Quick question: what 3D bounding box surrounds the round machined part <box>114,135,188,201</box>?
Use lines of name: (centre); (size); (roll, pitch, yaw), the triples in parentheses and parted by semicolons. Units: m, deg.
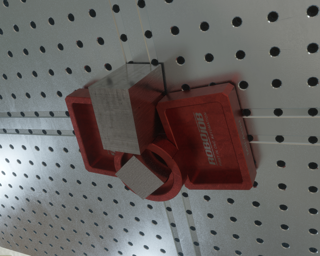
round machined part: (-0.009, 0.047, 0.417); (0.098, 0.042, 0.097); (13, 124, 21)

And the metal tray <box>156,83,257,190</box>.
metal tray: (0.059, 0.016, 0.381); (0.090, 0.030, 0.129); (-7, 115, 31)

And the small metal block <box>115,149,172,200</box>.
small metal block: (-0.022, 0.058, 0.399); (0.050, 0.025, 0.050); (43, 129, -2)

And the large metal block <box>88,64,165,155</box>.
large metal block: (-0.033, -0.026, 0.372); (0.050, 0.080, 0.079); (6, 121, 25)

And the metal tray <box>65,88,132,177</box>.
metal tray: (-0.078, 0.010, 0.450); (0.090, 0.030, 0.129); (6, 121, 25)
